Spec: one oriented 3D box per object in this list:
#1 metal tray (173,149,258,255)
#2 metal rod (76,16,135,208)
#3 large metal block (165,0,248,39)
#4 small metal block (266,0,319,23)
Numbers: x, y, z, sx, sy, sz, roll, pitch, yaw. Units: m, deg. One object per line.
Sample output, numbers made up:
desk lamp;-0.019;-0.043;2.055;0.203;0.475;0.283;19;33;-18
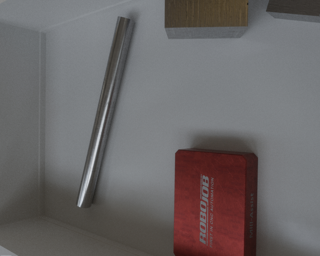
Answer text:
metal tray;0.061;0.091;0.352;0.090;0.030;0.129;2;91;39
metal rod;-0.086;-0.016;0.475;0.025;0.025;0.298;24;105;37
large metal block;0.047;-0.140;0.325;0.080;0.050;0.079;1;93;5
small metal block;0.136;-0.130;0.294;0.050;0.025;0.050;23;104;37
